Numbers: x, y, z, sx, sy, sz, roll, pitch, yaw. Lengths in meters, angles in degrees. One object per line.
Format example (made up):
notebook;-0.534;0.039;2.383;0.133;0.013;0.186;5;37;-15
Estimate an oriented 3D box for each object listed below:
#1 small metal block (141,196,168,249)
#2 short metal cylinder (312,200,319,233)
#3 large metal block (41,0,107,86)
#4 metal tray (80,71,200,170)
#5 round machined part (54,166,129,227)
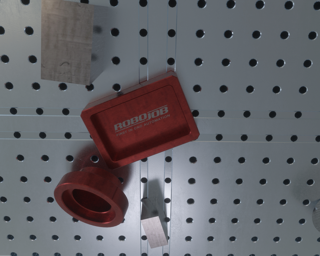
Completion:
small metal block;-0.007;0.136;0.450;0.025;0.050;0.050;-15;110;5
short metal cylinder;0.266;0.133;0.435;0.080;0.080;0.050;-41;105;14
large metal block;-0.093;-0.098;0.347;0.050;0.080;0.079;7;110;-3
metal tray;-0.024;-0.008;0.407;0.130;0.030;0.090;-21;109;7
round machined part;-0.089;0.090;0.423;0.098;0.042;0.097;10;134;11
